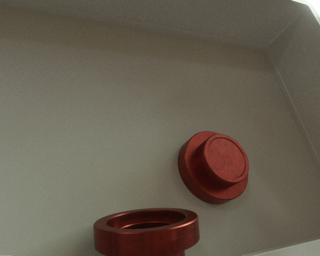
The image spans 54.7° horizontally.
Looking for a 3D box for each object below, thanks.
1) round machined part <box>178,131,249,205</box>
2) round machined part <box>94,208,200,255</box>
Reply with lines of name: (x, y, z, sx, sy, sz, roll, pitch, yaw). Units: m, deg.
round machined part: (0.077, 0.047, 0.407, 0.099, 0.042, 0.098, 14, 56, -21)
round machined part: (-0.011, 0.107, 0.293, 0.099, 0.098, 0.042, -2, 86, -29)
